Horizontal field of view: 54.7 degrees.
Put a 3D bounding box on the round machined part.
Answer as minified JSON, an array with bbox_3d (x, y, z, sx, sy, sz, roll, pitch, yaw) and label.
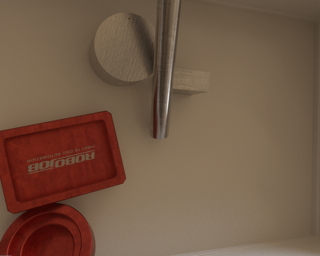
[{"bbox_3d":[-0.120,0.137,0.341,0.099,0.042,0.098,-1,56,1],"label":"round machined part"}]

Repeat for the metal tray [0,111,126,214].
[{"bbox_3d":[-0.114,0.036,0.362,0.131,0.030,0.089,-13,89,-20],"label":"metal tray"}]

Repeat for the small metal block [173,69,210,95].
[{"bbox_3d":[0.031,-0.060,0.410,0.050,0.050,0.025,2,90,-21],"label":"small metal block"}]

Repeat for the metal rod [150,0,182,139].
[{"bbox_3d":[0.009,-0.117,0.329,0.025,0.025,0.298,-9,125,-20],"label":"metal rod"}]

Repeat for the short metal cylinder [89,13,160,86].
[{"bbox_3d":[-0.044,-0.094,0.382,0.081,0.050,0.079,0,90,-20],"label":"short metal cylinder"}]
